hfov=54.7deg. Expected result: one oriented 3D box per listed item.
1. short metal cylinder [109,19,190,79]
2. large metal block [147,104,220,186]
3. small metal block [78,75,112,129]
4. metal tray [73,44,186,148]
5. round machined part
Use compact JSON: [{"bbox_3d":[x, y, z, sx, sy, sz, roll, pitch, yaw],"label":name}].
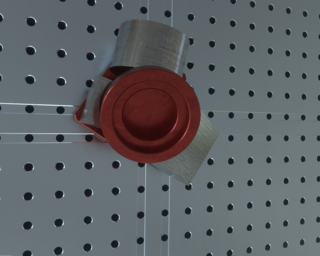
[{"bbox_3d":[-0.011,-0.080,0.348,0.081,0.080,0.050,14,85,-20],"label":"short metal cylinder"},{"bbox_3d":[0.020,0.015,0.389,0.080,0.050,0.080,-58,138,-11],"label":"large metal block"},{"bbox_3d":[-0.067,-0.026,0.342,0.025,0.050,0.050,21,83,-19],"label":"small metal block"},{"bbox_3d":[-0.037,-0.040,0.398,0.090,0.030,0.130,36,78,-17],"label":"metal tray"},{"bbox_3d":[-0.011,-0.016,0.321,0.099,0.042,0.097,-3,110,-8],"label":"round machined part"}]
